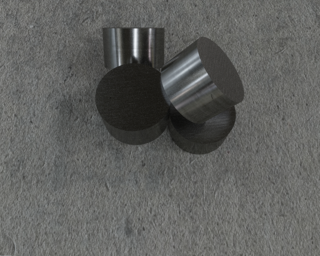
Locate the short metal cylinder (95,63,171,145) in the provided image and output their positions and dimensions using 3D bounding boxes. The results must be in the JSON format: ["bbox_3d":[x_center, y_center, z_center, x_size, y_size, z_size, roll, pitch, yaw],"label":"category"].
[{"bbox_3d":[-0.028,-0.026,0.351,0.081,0.050,0.080,0,70,0],"label":"short metal cylinder"}]

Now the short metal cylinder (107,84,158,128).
[{"bbox_3d":[-0.039,-0.030,0.406,0.081,0.050,0.080,0,70,0],"label":"short metal cylinder"}]

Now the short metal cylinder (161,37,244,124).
[{"bbox_3d":[0.047,-0.051,0.339,0.050,0.081,0.080,-32,67,34],"label":"short metal cylinder"}]

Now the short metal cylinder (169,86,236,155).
[{"bbox_3d":[0.052,-0.011,0.400,0.081,0.050,0.080,0,70,0],"label":"short metal cylinder"}]

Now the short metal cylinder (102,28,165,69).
[{"bbox_3d":[-0.034,-0.107,0.412,0.081,0.080,0.050,0,109,0],"label":"short metal cylinder"}]
